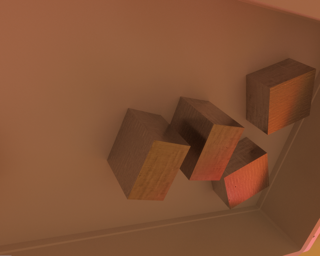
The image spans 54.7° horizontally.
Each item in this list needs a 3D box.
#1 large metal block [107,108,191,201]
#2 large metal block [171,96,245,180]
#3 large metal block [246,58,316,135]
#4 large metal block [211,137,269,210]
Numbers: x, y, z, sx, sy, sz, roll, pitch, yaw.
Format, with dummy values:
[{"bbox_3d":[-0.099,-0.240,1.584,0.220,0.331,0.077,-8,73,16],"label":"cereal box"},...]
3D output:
[{"bbox_3d":[-0.018,0.032,0.385,0.050,0.080,0.079,11,113,-34],"label":"large metal block"},{"bbox_3d":[0.053,0.013,0.412,0.050,0.080,0.079,6,115,-32],"label":"large metal block"},{"bbox_3d":[0.178,-0.048,0.463,0.081,0.050,0.080,-23,127,-15],"label":"large metal block"},{"bbox_3d":[0.130,0.074,0.512,0.080,0.050,0.080,-27,128,-12],"label":"large metal block"}]
